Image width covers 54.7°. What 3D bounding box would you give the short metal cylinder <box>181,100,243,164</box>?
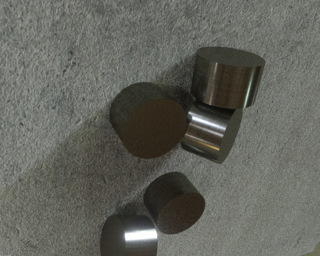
[{"bbox_3d":[0.069,0.001,0.405,0.080,0.050,0.079,-46,148,-41],"label":"short metal cylinder"}]

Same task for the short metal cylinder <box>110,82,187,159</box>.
[{"bbox_3d":[-0.015,-0.010,0.376,0.081,0.050,0.079,-14,124,-21],"label":"short metal cylinder"}]

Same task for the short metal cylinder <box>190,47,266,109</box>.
[{"bbox_3d":[0.081,-0.063,0.376,0.081,0.080,0.050,-8,122,-24],"label":"short metal cylinder"}]

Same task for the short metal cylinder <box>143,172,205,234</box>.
[{"bbox_3d":[0.021,0.114,0.473,0.081,0.050,0.079,-14,124,-21],"label":"short metal cylinder"}]

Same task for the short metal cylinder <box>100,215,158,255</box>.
[{"bbox_3d":[-0.047,0.168,0.449,0.050,0.080,0.079,11,113,-33],"label":"short metal cylinder"}]
